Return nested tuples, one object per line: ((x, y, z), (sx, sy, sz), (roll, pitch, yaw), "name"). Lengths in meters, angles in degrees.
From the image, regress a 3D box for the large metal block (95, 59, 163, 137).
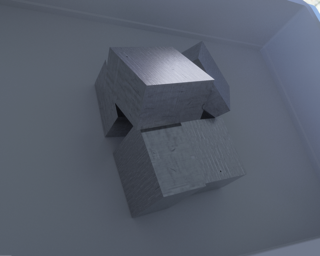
((-0.031, -0.036, 0.395), (0.081, 0.050, 0.080), (-1, 62, -29), "large metal block")

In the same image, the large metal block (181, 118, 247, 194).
((0.049, 0.036, 0.391), (0.081, 0.050, 0.080), (-6, 65, -31), "large metal block")

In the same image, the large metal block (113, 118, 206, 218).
((-0.005, 0.044, 0.340), (0.050, 0.080, 0.080), (-7, 65, -32), "large metal block")

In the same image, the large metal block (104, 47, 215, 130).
((-0.004, -0.047, 0.332), (0.081, 0.050, 0.080), (-10, 42, -32), "large metal block")

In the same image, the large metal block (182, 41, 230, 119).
((0.054, -0.062, 0.424), (0.080, 0.050, 0.080), (54, 26, -20), "large metal block")
